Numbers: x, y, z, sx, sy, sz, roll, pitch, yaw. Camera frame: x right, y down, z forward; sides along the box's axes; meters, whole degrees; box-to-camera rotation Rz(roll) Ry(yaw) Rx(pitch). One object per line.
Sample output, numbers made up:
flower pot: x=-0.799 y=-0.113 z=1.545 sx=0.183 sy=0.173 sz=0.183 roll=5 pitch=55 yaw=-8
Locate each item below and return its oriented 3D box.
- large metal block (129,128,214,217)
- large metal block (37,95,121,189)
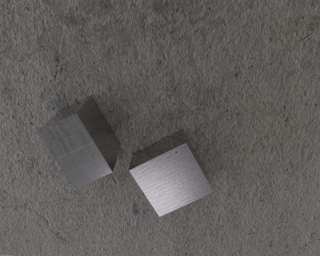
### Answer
large metal block: x=0.015 y=0.060 z=0.418 sx=0.080 sy=0.050 sz=0.080 roll=-27 pitch=108 yaw=9
large metal block: x=-0.095 y=0.014 z=0.385 sx=0.050 sy=0.080 sz=0.080 roll=-25 pitch=108 yaw=9
